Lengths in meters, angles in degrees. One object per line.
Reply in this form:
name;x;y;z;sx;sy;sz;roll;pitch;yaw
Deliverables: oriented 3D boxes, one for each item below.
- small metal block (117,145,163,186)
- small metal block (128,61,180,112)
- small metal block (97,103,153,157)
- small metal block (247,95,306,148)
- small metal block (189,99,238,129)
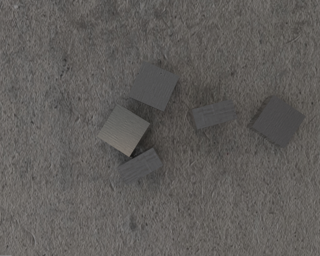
small metal block;-0.024;0.046;0.397;0.050;0.050;0.025;-29;91;0
small metal block;-0.008;-0.054;0.410;0.050;0.025;0.050;24;90;0
small metal block;-0.045;0.003;0.406;0.050;0.025;0.050;32;90;8
small metal block;0.153;-0.008;0.411;0.050;0.025;0.050;34;90;0
small metal block;0.066;-0.017;0.398;0.050;0.050;0.025;-15;90;0
